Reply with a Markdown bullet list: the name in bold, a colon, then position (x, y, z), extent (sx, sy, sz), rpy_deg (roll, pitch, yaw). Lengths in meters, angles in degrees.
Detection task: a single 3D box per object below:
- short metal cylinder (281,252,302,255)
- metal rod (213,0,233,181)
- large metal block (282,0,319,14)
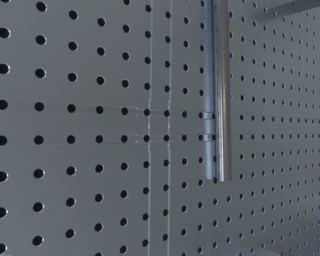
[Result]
- **short metal cylinder**: position (0.276, 0.298, 0.624), extent (0.081, 0.050, 0.080), rpy_deg (0, 90, -40)
- **metal rod**: position (0.099, -0.066, 0.491), extent (0.025, 0.025, 0.298), rpy_deg (-3, 92, -40)
- **large metal block**: position (0.297, -0.287, 0.621), extent (0.050, 0.080, 0.080), rpy_deg (10, 84, -40)
